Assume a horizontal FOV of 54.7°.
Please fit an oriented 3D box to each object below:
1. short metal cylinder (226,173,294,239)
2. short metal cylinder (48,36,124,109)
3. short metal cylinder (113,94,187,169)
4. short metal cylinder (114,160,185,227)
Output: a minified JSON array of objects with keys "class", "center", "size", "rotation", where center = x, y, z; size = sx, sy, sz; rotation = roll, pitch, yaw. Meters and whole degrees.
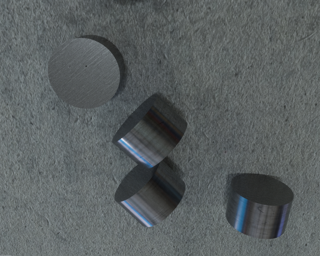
[{"class":"short metal cylinder","center":[0.133,0.103,0.419],"size":[0.081,0.080,0.050],"rotation":[4,110,-2]},{"class":"short metal cylinder","center":[-0.085,-0.068,0.370],"size":[0.081,0.050,0.079],"rotation":[0,110,0]},{"class":"short metal cylinder","center":[-0.013,0.004,0.382],"size":[0.050,0.080,0.080],"rotation":[43,105,-14]},{"class":"short metal cylinder","center":[-0.013,0.082,0.410],"size":[0.080,0.080,0.050],"rotation":[-39,106,13]}]
